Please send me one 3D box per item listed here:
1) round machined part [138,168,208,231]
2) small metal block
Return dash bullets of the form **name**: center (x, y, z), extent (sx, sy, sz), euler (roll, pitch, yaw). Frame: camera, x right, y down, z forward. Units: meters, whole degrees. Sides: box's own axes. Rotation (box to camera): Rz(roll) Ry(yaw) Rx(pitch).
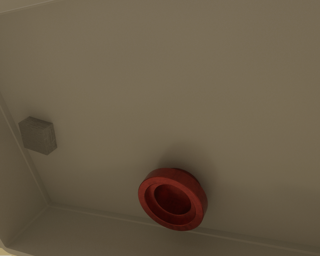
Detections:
- **round machined part**: center (0.022, 0.097, 0.445), extent (0.098, 0.042, 0.097), euler (13, 124, 20)
- **small metal block**: center (-0.205, 0.013, 0.522), extent (0.050, 0.025, 0.050), euler (15, 125, 19)
